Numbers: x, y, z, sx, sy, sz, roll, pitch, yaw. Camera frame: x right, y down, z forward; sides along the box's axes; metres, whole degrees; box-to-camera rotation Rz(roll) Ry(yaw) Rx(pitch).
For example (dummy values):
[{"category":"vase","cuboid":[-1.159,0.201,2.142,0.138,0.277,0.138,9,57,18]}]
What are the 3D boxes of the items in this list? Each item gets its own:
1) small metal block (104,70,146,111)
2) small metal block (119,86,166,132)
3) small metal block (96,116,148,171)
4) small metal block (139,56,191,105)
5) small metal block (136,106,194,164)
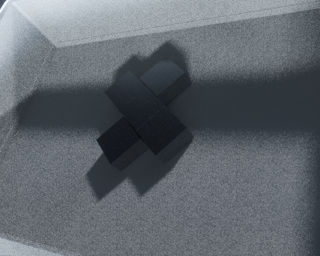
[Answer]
[{"category":"small metal block","cuboid":[-0.046,-0.050,0.458,0.050,0.025,0.050,-41,51,0]},{"category":"small metal block","cuboid":[-0.020,-0.022,0.426,0.050,0.025,0.050,-41,51,0]},{"category":"small metal block","cuboid":[-0.051,0.021,0.418,0.050,0.025,0.050,-41,51,1]},{"category":"small metal block","cuboid":[0.007,-0.067,0.441,0.050,0.025,0.050,-40,51,-1]},{"category":"small metal block","cuboid":[0.006,0.008,0.395,0.050,0.025,0.050,-41,51,0]}]
